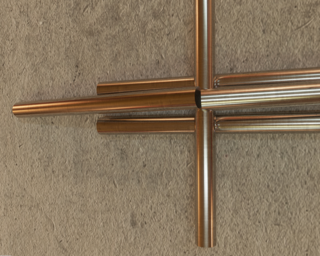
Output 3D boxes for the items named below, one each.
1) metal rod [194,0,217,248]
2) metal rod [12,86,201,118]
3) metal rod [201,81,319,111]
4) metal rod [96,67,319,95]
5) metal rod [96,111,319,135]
[{"bbox_3d":[0.053,-0.013,0.364,0.025,0.025,0.298,0,90,19],"label":"metal rod"},{"bbox_3d":[-0.089,-0.031,0.413,0.300,0.025,0.025,-1,90,29],"label":"metal rod"},{"bbox_3d":[0.194,-0.038,0.316,0.301,0.025,0.025,-3,89,9],"label":"metal rod"},{"bbox_3d":[0.059,-0.054,0.388,0.301,0.025,0.025,-1,90,19],"label":"metal rod"},{"bbox_3d":[0.059,-0.005,0.388,0.301,0.025,0.025,-1,90,19],"label":"metal rod"}]
